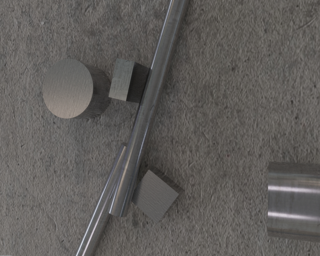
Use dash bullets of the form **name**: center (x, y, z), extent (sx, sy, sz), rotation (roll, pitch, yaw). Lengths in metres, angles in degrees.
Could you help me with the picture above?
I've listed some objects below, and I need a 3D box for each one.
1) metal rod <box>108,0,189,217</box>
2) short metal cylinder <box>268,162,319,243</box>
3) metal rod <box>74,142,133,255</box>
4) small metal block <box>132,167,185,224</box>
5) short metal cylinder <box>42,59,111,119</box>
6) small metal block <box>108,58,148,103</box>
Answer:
- **metal rod**: center (-0.013, -0.033, 0.399), extent (0.025, 0.025, 0.298), rotation (16, 90, 19)
- **short metal cylinder**: center (0.142, 0.077, 0.330), extent (0.050, 0.080, 0.079), rotation (1, 90, 20)
- **metal rod**: center (-0.100, 0.160, 0.444), extent (0.025, 0.025, 0.298), rotation (26, 98, 18)
- **small metal block**: center (-0.005, 0.088, 0.411), extent (0.050, 0.025, 0.050), rotation (38, 102, 16)
- **short metal cylinder**: center (-0.115, -0.053, 0.436), extent (0.080, 0.050, 0.079), rotation (0, 90, 20)
- **small metal block**: center (-0.040, -0.061, 0.410), extent (0.025, 0.050, 0.050), rotation (14, 95, 19)
